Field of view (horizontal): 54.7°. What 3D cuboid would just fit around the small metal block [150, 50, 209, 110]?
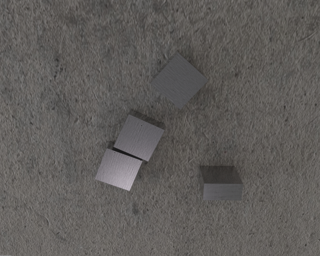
[{"bbox_3d":[0.023,-0.060,0.388,0.050,0.025,0.050,40,105,-14],"label":"small metal block"}]

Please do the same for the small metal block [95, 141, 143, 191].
[{"bbox_3d":[-0.056,0.052,0.428,0.050,0.025,0.050,21,109,-8],"label":"small metal block"}]

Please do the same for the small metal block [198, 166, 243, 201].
[{"bbox_3d":[0.082,0.074,0.425,0.050,0.050,0.025,1,110,-1],"label":"small metal block"}]

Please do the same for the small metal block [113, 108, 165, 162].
[{"bbox_3d":[-0.027,0.009,0.413,0.050,0.025,0.050,24,108,-9],"label":"small metal block"}]
